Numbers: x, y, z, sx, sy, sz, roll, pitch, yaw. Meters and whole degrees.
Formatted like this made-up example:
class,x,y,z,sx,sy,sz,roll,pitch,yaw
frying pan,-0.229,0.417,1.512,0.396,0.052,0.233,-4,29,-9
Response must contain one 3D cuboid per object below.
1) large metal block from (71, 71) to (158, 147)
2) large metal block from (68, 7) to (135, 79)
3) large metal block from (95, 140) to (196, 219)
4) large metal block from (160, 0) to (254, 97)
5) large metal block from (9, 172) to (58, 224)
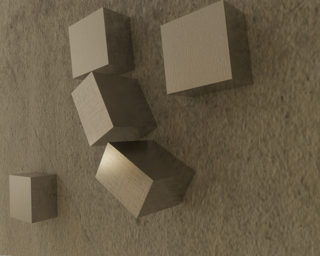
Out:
class,x,y,z,sx,sy,sz,roll,pitch,yaw
large metal block,-0.060,-0.024,0.417,0.050,0.081,0.080,-37,68,34
large metal block,-0.087,-0.119,0.458,0.080,0.050,0.080,-11,83,39
large metal block,-0.018,0.057,0.382,0.080,0.081,0.050,35,112,34
large metal block,0.051,-0.082,0.345,0.080,0.050,0.080,-9,84,39
large metal block,-0.238,0.127,0.581,0.080,0.050,0.079,-3,88,39
